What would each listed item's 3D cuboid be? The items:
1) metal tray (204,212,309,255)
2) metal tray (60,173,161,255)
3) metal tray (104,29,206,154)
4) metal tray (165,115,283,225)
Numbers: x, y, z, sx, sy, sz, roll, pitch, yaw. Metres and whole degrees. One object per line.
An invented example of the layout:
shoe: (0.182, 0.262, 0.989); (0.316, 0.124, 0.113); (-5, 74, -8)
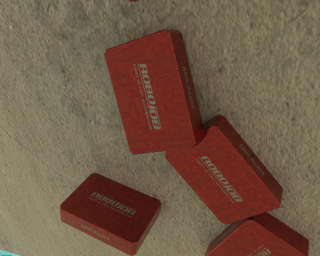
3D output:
metal tray: (0.133, 0.177, 0.443); (0.090, 0.030, 0.129); (34, 129, 5)
metal tray: (-0.075, 0.129, 0.482); (0.130, 0.090, 0.030); (20, 126, 16)
metal tray: (-0.007, -0.038, 0.361); (0.090, 0.030, 0.129); (-9, 99, 32)
metal tray: (0.080, 0.057, 0.396); (0.090, 0.030, 0.130); (-34, 100, 38)
